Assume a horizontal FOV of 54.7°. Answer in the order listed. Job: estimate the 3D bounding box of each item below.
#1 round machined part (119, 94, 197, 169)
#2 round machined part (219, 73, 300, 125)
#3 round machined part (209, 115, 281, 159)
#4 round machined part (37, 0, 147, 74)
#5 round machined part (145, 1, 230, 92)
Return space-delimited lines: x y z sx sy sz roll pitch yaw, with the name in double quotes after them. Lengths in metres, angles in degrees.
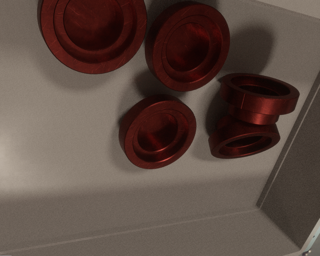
-0.006 0.001 0.396 0.099 0.042 0.097 -14 125 -21 "round machined part"
0.127 -0.037 0.410 0.099 0.098 0.042 -7 120 -25 "round machined part"
0.119 0.008 0.450 0.099 0.042 0.098 -7 155 -3 "round machined part"
-0.066 -0.105 0.298 0.099 0.042 0.097 -14 125 -21 "round machined part"
0.027 -0.095 0.356 0.099 0.042 0.097 -14 125 -21 "round machined part"
